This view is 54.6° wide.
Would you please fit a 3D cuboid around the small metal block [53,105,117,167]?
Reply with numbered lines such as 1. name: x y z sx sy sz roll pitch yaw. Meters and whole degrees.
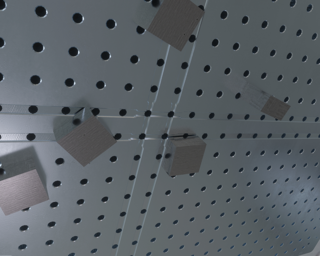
1. small metal block: -0.088 0.010 0.369 0.050 0.025 0.050 -37 129 -3

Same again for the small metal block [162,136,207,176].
1. small metal block: 0.035 0.040 0.455 0.050 0.025 0.050 -3 120 -27

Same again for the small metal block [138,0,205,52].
1. small metal block: 0.013 -0.121 0.343 0.050 0.025 0.050 22 107 -36

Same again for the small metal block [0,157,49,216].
1. small metal block: -0.164 0.068 0.363 0.050 0.025 0.050 -19 126 -17

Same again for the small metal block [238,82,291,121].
1. small metal block: 0.152 -0.039 0.453 0.050 0.050 0.025 18 109 -35
